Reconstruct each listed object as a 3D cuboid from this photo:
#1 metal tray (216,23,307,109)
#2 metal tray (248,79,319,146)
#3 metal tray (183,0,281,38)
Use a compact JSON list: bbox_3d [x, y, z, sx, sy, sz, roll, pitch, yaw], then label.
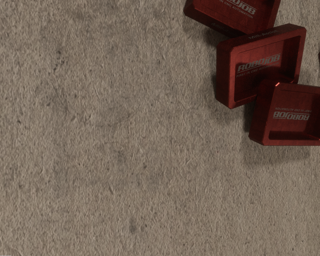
[{"bbox_3d":[0.142,-0.088,0.439,0.131,0.030,0.089,-20,126,-19],"label":"metal tray"},{"bbox_3d":[0.200,-0.020,0.462,0.131,0.030,0.089,2,105,-26],"label":"metal tray"},{"bbox_3d":[0.108,-0.182,0.447,0.131,0.030,0.090,19,84,-20],"label":"metal tray"}]
